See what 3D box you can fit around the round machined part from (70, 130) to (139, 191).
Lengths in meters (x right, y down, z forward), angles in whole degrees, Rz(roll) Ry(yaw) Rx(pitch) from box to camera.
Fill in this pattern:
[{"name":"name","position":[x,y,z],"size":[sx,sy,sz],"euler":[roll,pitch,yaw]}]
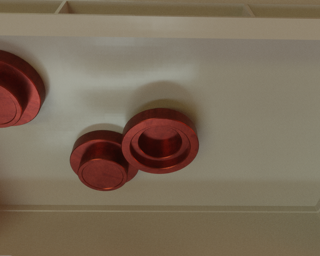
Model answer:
[{"name":"round machined part","position":[-0.079,0.053,0.442],"size":[0.099,0.042,0.097],"euler":[0,130,0]}]

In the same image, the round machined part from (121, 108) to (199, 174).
[{"name":"round machined part","position":[0.000,0.012,0.408],"size":[0.099,0.042,0.097],"euler":[-1,130,-1]}]

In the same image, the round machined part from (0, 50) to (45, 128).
[{"name":"round machined part","position":[-0.191,-0.038,0.363],"size":[0.099,0.042,0.097],"euler":[0,130,0]}]
